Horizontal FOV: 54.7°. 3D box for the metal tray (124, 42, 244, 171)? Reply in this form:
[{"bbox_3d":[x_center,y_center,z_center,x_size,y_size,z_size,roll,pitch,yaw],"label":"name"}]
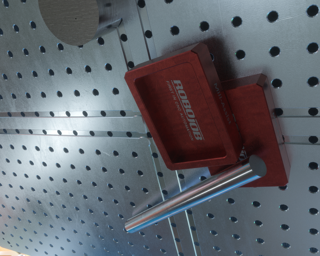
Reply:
[{"bbox_3d":[0.028,-0.017,0.343,0.090,0.030,0.129,-12,113,33],"label":"metal tray"}]

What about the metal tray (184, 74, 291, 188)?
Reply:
[{"bbox_3d":[0.092,0.009,0.365,0.090,0.030,0.129,-9,114,32],"label":"metal tray"}]

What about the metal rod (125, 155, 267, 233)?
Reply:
[{"bbox_3d":[0.026,0.106,0.435,0.025,0.025,0.299,45,137,-4],"label":"metal rod"}]

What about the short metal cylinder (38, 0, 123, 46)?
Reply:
[{"bbox_3d":[-0.090,-0.141,0.355,0.080,0.050,0.079,13,124,21],"label":"short metal cylinder"}]
